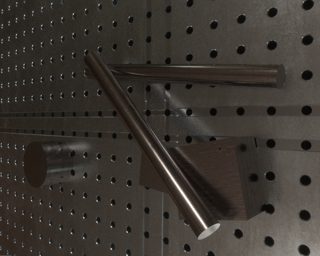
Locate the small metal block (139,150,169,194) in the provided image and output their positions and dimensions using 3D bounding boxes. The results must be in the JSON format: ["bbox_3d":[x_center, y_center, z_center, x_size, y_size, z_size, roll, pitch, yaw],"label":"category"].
[{"bbox_3d":[0.001,0.054,0.407,0.050,0.025,0.050,9,96,39],"label":"small metal block"}]

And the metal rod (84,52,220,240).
[{"bbox_3d":[-0.027,-0.003,0.374,0.025,0.025,0.300,-55,51,25],"label":"metal rod"}]

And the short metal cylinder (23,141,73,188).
[{"bbox_3d":[-0.201,0.063,0.555,0.080,0.050,0.079,0,90,39],"label":"short metal cylinder"}]

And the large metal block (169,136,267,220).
[{"bbox_3d":[0.062,0.055,0.341,0.080,0.050,0.080,-13,82,39],"label":"large metal block"}]

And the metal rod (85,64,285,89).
[{"bbox_3d":[0.005,-0.071,0.403,0.300,0.025,0.025,10,96,39],"label":"metal rod"}]
